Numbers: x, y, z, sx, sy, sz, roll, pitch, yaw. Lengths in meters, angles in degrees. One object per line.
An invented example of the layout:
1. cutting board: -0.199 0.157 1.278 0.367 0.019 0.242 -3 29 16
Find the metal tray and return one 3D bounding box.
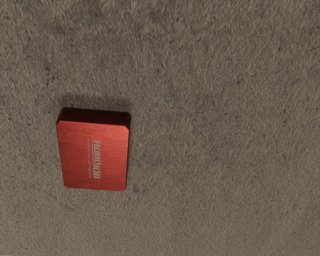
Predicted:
1. metal tray: -0.089 0.034 0.432 0.091 0.030 0.129 4 130 -5
